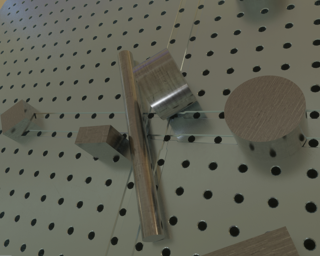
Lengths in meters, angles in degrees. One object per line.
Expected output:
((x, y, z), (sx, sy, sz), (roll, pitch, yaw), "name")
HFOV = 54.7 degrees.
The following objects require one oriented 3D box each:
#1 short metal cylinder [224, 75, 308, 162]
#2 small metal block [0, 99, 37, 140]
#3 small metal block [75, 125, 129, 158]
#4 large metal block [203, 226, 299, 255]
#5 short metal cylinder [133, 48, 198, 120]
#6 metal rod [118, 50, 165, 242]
((0.116, -0.010, 0.337), (0.080, 0.050, 0.080), (-13, 56, 21), "short metal cylinder")
((-0.252, -0.015, 0.550), (0.050, 0.025, 0.050), (-34, 51, 5), "small metal block")
((-0.077, 0.020, 0.421), (0.050, 0.050, 0.025), (-4, 60, 26), "small metal block")
((0.087, 0.140, 0.260), (0.080, 0.050, 0.080), (-25, 53, 13), "large metal block")
((0.007, -0.057, 0.404), (0.050, 0.080, 0.080), (-30, 52, 9), "short metal cylinder")
((-0.032, 0.001, 0.424), (0.025, 0.025, 0.299), (-23, 53, 15), "metal rod")
